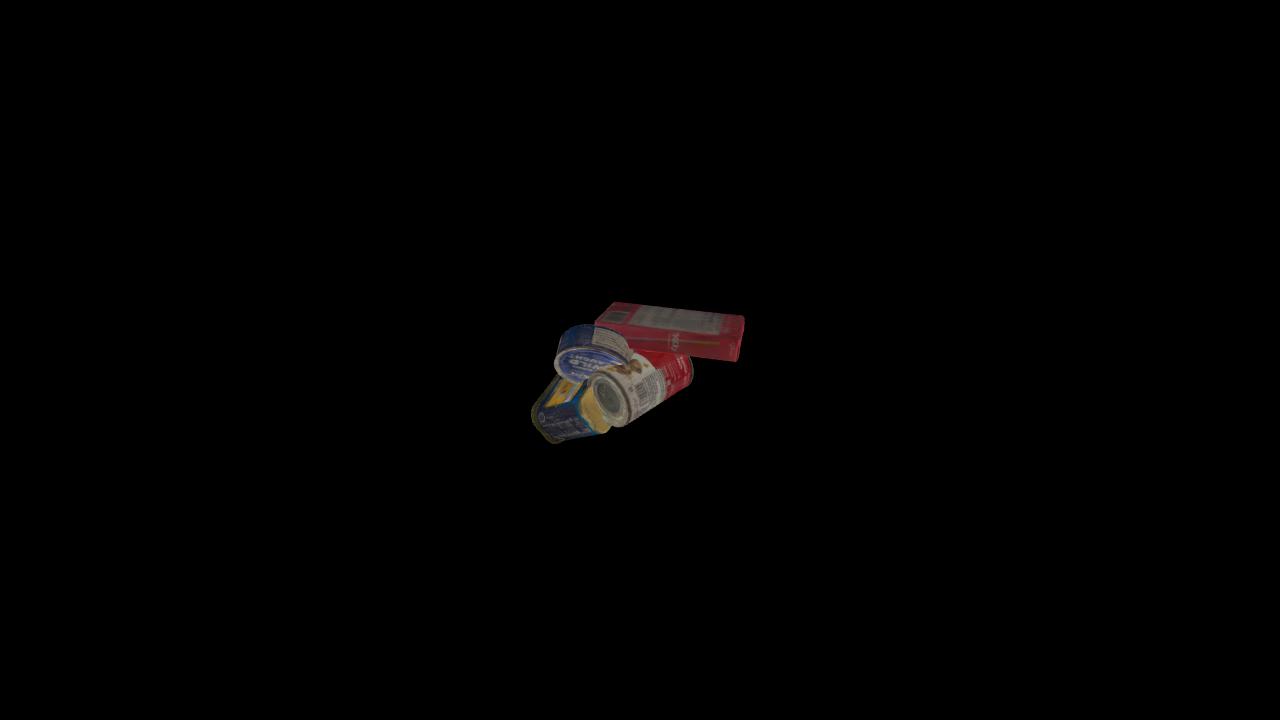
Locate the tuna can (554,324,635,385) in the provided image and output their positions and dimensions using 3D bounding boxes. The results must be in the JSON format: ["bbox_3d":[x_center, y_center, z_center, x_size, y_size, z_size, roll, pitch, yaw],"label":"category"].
[{"bbox_3d":[-0.049,-0.002,0.662,0.084,0.034,0.084,6,-33,4],"label":"tuna can"}]

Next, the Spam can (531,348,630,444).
[{"bbox_3d":[-0.063,0.043,0.706,0.085,0.058,0.101,-16,31,42],"label":"Spam can"}]

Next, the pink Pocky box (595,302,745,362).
[{"bbox_3d":[0.034,-0.033,0.673,0.155,0.029,0.084,7,22,10],"label":"pink Pocky box"}]

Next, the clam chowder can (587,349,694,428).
[{"bbox_3d":[0.001,0.022,0.673,0.102,0.068,0.068,-30,19,-36],"label":"clam chowder can"}]
